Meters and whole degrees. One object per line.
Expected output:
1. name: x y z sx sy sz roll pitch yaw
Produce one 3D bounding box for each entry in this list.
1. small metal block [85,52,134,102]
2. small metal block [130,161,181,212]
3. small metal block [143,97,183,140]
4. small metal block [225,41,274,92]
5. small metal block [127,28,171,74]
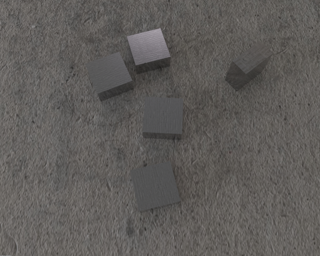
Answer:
1. small metal block: -0.070 -0.072 0.434 0.050 0.025 0.050 -22 72 -8
2. small metal block: -0.006 0.073 0.381 0.050 0.025 0.050 -13 71 -5
3. small metal block: 0.004 -0.013 0.413 0.050 0.025 0.050 3 70 1
4. small metal block: 0.121 -0.084 0.426 0.050 0.050 0.025 -37 74 -12
5. small metal block: -0.016 -0.111 0.448 0.050 0.025 0.050 -15 71 -6
